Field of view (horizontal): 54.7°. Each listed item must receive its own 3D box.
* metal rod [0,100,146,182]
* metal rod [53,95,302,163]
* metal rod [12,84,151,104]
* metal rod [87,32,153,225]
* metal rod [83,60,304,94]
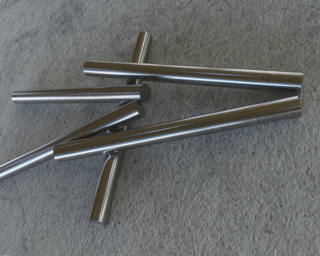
[{"bbox_3d":[-0.155,0.031,0.448,0.300,0.025,0.025,-23,53,20],"label":"metal rod"},{"bbox_3d":[0.009,0.005,0.376,0.301,0.025,0.025,-11,57,13],"label":"metal rod"},{"bbox_3d":[-0.142,-0.051,0.491,0.300,0.025,0.025,3,63,35],"label":"metal rod"},{"bbox_3d":[-0.050,-0.017,0.441,0.025,0.025,0.299,-3,60,26],"label":"metal rod"},{"bbox_3d":[0.026,-0.071,0.413,0.301,0.025,0.025,8,66,24],"label":"metal rod"}]
